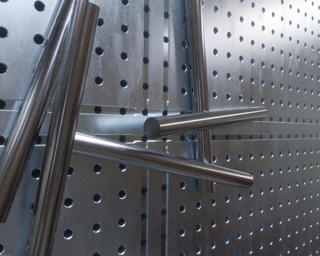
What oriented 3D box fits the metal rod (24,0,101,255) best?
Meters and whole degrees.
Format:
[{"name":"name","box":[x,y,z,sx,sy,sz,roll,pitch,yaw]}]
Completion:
[{"name":"metal rod","box":[-0.099,0.030,0.298,0.025,0.025,0.298,10,92,-40]}]

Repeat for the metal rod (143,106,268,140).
[{"name":"metal rod","box":[0.088,-0.014,0.454,0.302,0.025,0.025,-8,96,-50]}]

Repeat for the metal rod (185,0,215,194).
[{"name":"metal rod","box":[0.059,-0.052,0.460,0.025,0.025,0.298,-8,95,-40]}]

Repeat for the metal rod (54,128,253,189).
[{"name":"metal rod","box":[0.013,0.046,0.400,0.302,0.025,0.025,17,80,-33]}]

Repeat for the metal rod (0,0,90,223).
[{"name":"metal rod","box":[-0.113,-0.057,0.315,0.025,0.025,0.299,26,74,-37]}]
